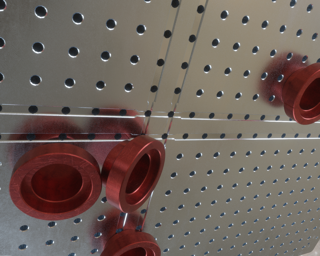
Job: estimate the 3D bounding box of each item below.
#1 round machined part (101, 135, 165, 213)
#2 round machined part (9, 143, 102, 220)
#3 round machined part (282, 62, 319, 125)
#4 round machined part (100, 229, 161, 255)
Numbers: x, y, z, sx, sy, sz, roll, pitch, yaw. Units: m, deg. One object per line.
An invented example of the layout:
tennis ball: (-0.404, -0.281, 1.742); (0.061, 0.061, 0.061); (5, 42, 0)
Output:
round machined part: (-0.037, 0.054, 0.394); (0.098, 0.042, 0.097); (-44, 146, -40)
round machined part: (-0.120, 0.058, 0.363); (0.099, 0.042, 0.097); (-8, 122, -13)
round machined part: (0.235, -0.057, 0.492); (0.099, 0.042, 0.097); (-14, 124, -21)
round machined part: (-0.052, 0.202, 0.496); (0.099, 0.042, 0.097); (-14, 124, -21)
